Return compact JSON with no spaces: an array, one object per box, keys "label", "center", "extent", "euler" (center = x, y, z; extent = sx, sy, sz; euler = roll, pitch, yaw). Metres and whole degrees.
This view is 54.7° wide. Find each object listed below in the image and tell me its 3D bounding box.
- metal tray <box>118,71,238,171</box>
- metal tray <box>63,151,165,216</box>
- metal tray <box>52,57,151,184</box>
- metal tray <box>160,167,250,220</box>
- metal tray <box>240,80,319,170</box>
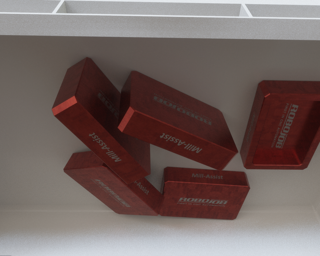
[{"label":"metal tray","center":[0.019,-0.010,0.356],"extent":[0.131,0.090,0.030],"euler":[23,120,-19]},{"label":"metal tray","center":[-0.065,0.083,0.455],"extent":[0.090,0.030,0.130],"euler":[-10,134,37]},{"label":"metal tray","center":[-0.059,-0.007,0.358],"extent":[0.030,0.090,0.130],"euler":[-27,126,18]},{"label":"metal tray","center":[0.067,0.107,0.498],"extent":[0.131,0.030,0.089],"euler":[4,130,-5]},{"label":"metal tray","center":[0.164,0.001,0.408],"extent":[0.091,0.030,0.129],"euler":[1,130,-1]}]
